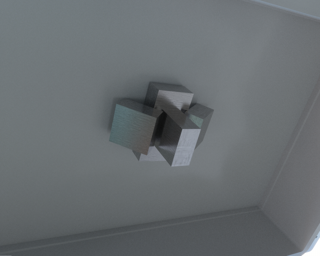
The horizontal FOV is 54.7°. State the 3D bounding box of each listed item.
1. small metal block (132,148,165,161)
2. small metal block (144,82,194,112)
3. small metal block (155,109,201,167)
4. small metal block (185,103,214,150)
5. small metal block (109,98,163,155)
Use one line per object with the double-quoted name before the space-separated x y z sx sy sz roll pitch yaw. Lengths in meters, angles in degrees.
"small metal block" -0.004 0.016 0.414 0.050 0.025 0.050 3 117 -29
"small metal block" 0.009 -0.028 0.393 0.050 0.025 0.050 2 118 -30
"small metal block" 0.019 0.011 0.374 0.025 0.050 0.050 0 118 -29
"small metal block" 0.046 -0.001 0.415 0.050 0.025 0.050 -35 145 -60
"small metal block" -0.029 -0.002 0.372 0.050 0.025 0.050 20 115 10
